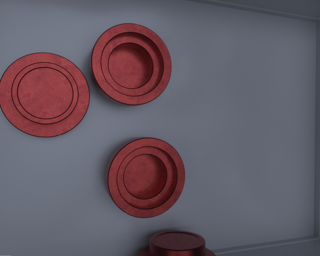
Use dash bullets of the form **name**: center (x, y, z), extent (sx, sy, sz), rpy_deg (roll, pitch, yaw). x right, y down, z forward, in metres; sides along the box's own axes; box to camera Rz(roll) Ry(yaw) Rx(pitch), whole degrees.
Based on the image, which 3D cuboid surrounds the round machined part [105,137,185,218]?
- **round machined part**: center (-0.021, 0.060, 0.394), extent (0.099, 0.042, 0.097), rpy_deg (0, 90, -20)

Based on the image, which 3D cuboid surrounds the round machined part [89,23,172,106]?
- **round machined part**: center (-0.039, -0.076, 0.387), extent (0.099, 0.042, 0.097), rpy_deg (0, 90, -20)

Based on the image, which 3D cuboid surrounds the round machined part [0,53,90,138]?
- **round machined part**: center (-0.130, -0.038, 0.353), extent (0.099, 0.042, 0.097), rpy_deg (0, 90, -20)

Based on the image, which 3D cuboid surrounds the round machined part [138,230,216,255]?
- **round machined part**: center (0.021, 0.157, 0.380), extent (0.099, 0.098, 0.042), rpy_deg (1, 90, -20)
